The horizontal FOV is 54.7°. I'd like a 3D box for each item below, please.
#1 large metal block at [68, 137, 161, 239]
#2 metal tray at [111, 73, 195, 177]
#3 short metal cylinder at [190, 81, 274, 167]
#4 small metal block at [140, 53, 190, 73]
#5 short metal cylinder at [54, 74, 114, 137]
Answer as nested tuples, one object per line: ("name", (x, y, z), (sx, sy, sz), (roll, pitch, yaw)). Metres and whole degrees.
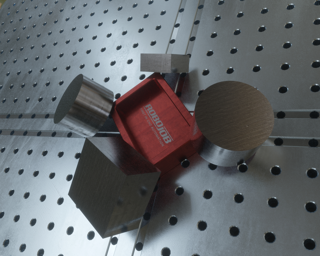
("large metal block", (-0.055, 0.065, 0.359), (0.080, 0.050, 0.079), (35, 112, 38))
("metal tray", (-0.007, -0.007, 0.412), (0.090, 0.030, 0.130), (-35, 51, 4))
("short metal cylinder", (0.075, -0.004, 0.335), (0.081, 0.050, 0.080), (1, 65, -1))
("small metal block", (0.007, -0.093, 0.442), (0.050, 0.050, 0.025), (10, 104, 32))
("short metal cylinder", (-0.111, -0.031, 0.451), (0.080, 0.050, 0.080), (-36, 38, 35))
